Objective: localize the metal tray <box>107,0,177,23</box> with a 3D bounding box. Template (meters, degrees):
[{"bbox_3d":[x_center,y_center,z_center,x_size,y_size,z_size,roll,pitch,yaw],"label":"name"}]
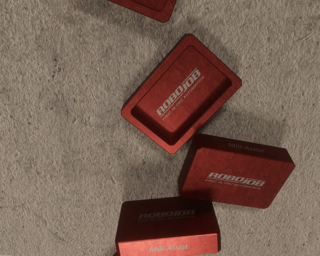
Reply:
[{"bbox_3d":[-0.036,-0.182,0.339,0.131,0.030,0.089,20,109,-8],"label":"metal tray"}]

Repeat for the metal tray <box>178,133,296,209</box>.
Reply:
[{"bbox_3d":[0.098,0.060,0.414,0.131,0.030,0.089,10,125,-9],"label":"metal tray"}]

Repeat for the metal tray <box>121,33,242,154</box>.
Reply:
[{"bbox_3d":[0.025,-0.041,0.392,0.090,0.030,0.130,39,105,-14],"label":"metal tray"}]

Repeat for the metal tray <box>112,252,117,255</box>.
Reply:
[{"bbox_3d":[-0.046,0.242,0.495,0.090,0.030,0.130,37,106,-13],"label":"metal tray"}]

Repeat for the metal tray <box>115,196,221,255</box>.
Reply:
[{"bbox_3d":[0.010,0.133,0.424,0.131,0.090,0.030,-5,110,1],"label":"metal tray"}]
